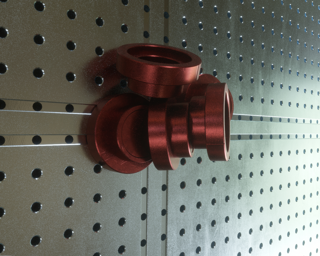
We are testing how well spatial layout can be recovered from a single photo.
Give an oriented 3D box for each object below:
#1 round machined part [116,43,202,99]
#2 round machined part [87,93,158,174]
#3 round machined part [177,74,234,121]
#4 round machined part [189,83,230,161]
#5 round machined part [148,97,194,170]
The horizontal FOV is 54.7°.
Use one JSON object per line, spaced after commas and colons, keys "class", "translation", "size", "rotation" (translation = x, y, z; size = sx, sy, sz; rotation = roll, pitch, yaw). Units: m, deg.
{"class": "round machined part", "translation": [-0.003, -0.067, 0.367], "size": [0.099, 0.098, 0.042], "rotation": [-16, 126, -39]}
{"class": "round machined part", "translation": [-0.034, 0.006, 0.372], "size": [0.099, 0.042, 0.097], "rotation": [0, 90, -40]}
{"class": "round machined part", "translation": [0.073, -0.032, 0.461], "size": [0.099, 0.042, 0.097], "rotation": [0, 90, -40]}
{"class": "round machined part", "translation": [0.063, -0.007, 0.391], "size": [0.098, 0.042, 0.097], "rotation": [-2, 91, -73]}
{"class": "round machined part", "translation": [0.018, 0.003, 0.384], "size": [0.098, 0.042, 0.097], "rotation": [-4, 91, -77]}
